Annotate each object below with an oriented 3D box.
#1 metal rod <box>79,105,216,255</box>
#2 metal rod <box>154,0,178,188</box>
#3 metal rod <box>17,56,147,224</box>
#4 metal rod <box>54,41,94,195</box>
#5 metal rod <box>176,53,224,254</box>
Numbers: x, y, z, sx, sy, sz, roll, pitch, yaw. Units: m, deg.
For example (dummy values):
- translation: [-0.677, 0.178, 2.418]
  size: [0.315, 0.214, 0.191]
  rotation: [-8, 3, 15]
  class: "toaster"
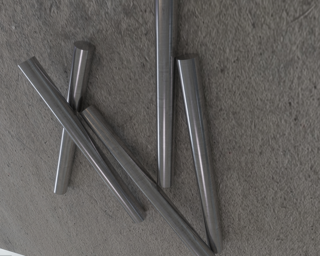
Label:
- translation: [-0.012, 0.091, 0.451]
  size: [0.300, 0.025, 0.025]
  rotation: [51, 129, -2]
  class: "metal rod"
- translation: [0.007, -0.049, 0.372]
  size: [0.025, 0.025, 0.298]
  rotation: [13, 124, 21]
  class: "metal rod"
- translation: [-0.102, 0.032, 0.457]
  size: [0.025, 0.025, 0.299]
  rotation: [-13, 119, 34]
  class: "metal rod"
- translation: [-0.140, 0.005, 0.483]
  size: [0.025, 0.025, 0.298]
  rotation: [29, 128, 9]
  class: "metal rod"
- translation: [0.057, 0.052, 0.408]
  size: [0.025, 0.025, 0.298]
  rotation: [3, 120, 27]
  class: "metal rod"
